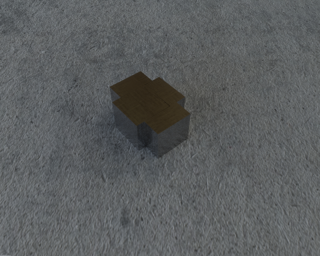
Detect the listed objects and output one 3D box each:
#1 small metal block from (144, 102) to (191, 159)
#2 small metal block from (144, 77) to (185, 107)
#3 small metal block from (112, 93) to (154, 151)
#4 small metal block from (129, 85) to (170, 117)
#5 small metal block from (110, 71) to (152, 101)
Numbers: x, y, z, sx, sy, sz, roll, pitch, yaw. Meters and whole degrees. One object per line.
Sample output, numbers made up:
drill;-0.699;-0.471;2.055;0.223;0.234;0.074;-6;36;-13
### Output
small metal block;0.009;0.004;0.385;0.050;0.050;0.025;-32;57;-24
small metal block;0.006;-0.032;0.414;0.025;0.050;0.050;-34;58;-25
small metal block;-0.033;-0.007;0.393;0.025;0.050;0.050;-33;58;-24
small metal block;-0.014;-0.019;0.404;0.025;0.050;0.050;-33;58;-24
small metal block;-0.038;-0.042;0.422;0.050;0.050;0.025;-32;57;-24
